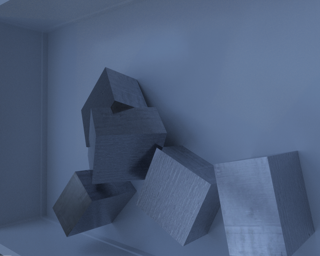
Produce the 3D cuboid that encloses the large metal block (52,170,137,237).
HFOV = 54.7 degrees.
[{"bbox_3d":[-0.095,0.104,0.449,0.050,0.081,0.080,51,120,28],"label":"large metal block"}]

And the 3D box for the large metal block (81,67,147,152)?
[{"bbox_3d":[-0.065,-0.023,0.427,0.080,0.050,0.080,-54,36,26],"label":"large metal block"}]

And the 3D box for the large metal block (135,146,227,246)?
[{"bbox_3d":[0.027,0.076,0.368,0.080,0.050,0.079,32,110,35],"label":"large metal block"}]

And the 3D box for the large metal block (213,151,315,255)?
[{"bbox_3d":[0.099,0.067,0.289,0.050,0.081,0.080,-15,81,39],"label":"large metal block"}]

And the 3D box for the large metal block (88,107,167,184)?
[{"bbox_3d":[-0.044,0.021,0.385,0.050,0.081,0.079,-113,28,-46],"label":"large metal block"}]
